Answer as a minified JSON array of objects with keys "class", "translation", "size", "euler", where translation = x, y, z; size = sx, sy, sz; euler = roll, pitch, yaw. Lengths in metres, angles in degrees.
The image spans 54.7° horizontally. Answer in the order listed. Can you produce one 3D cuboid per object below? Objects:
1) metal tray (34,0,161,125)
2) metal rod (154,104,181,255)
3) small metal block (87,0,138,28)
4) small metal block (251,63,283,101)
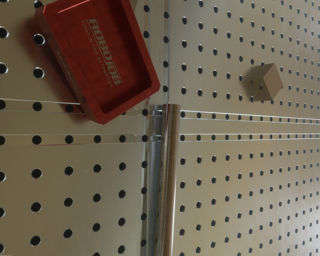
[{"class":"metal tray","translation":[-0.061,-0.080,0.336],"size":[0.091,0.030,0.129],"euler":[-35,120,-25]},{"class":"metal rod","translation":[0.007,0.117,0.417],"size":[0.025,0.025,0.298],"euler":[6,86,-40]},{"class":"small metal block","translation":[-0.056,-0.149,0.363],"size":[0.050,0.025,0.050],"euler":[22,76,-38]},{"class":"small metal block","translation":[0.202,-0.086,0.582],"size":[0.050,0.025,0.050],"euler":[-47,118,-30]}]
